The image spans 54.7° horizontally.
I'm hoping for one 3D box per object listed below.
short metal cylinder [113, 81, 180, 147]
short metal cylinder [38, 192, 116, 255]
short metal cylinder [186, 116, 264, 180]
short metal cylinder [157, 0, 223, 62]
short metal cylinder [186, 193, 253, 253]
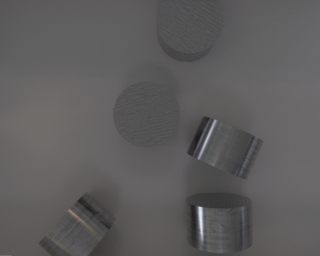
[{"bbox_3d":[-0.016,-0.017,0.399,0.081,0.050,0.080,0,90,0],"label":"short metal cylinder"},{"bbox_3d":[-0.101,0.127,0.383,0.050,0.080,0.080,42,90,0],"label":"short metal cylinder"},{"bbox_3d":[0.080,0.024,0.384,0.080,0.080,0.050,24,90,0],"label":"short metal cylinder"},{"bbox_3d":[0.036,-0.130,0.399,0.081,0.050,0.080,0,90,0],"label":"short metal cylinder"},{"bbox_3d":[0.073,0.114,0.384,0.081,0.080,0.050,-1,90,0],"label":"short metal cylinder"}]
